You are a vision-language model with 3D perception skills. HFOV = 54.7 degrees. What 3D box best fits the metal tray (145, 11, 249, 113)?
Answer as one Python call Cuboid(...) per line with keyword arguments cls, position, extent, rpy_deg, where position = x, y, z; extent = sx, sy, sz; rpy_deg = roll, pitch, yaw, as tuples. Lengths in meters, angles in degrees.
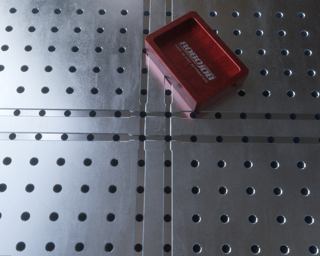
Cuboid(cls="metal tray", position=(0.050, -0.097, 0.445), extent=(0.090, 0.030, 0.130), rpy_deg=(-33, 74, -12))
